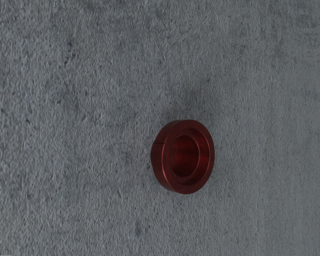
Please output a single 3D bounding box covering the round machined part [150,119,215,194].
[{"bbox_3d":[0.026,0.037,0.419,0.099,0.042,0.097,0,90,-40],"label":"round machined part"}]
